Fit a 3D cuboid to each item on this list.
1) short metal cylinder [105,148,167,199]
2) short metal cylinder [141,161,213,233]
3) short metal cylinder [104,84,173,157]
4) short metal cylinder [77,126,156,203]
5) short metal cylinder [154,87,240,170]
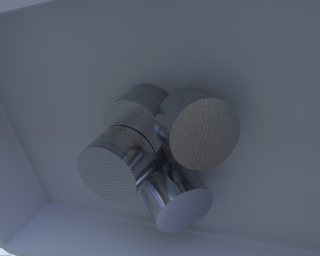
[{"bbox_3d":[-0.038,0.054,0.443,0.080,0.050,0.079,13,124,20],"label":"short metal cylinder"},{"bbox_3d":[0.022,0.090,0.405,0.050,0.081,0.079,54,144,44],"label":"short metal cylinder"},{"bbox_3d":[-0.024,-0.009,0.395,0.080,0.050,0.079,13,124,20],"label":"short metal cylinder"},{"bbox_3d":[-0.052,0.044,0.377,0.080,0.050,0.079,13,124,20],"label":"short metal cylinder"},{"bbox_3d":[0.040,0.000,0.342,0.081,0.050,0.079,-7,111,-17],"label":"short metal cylinder"}]
